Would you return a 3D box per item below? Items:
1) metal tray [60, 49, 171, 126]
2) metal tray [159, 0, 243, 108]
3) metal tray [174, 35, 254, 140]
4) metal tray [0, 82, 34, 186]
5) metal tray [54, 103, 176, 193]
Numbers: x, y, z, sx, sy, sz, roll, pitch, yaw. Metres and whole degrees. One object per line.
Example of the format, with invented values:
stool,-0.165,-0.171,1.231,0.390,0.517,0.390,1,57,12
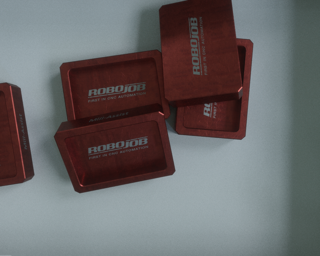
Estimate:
metal tray,-0.057,-0.047,0.408,0.131,0.030,0.089,-8,90,-1
metal tray,0.049,-0.095,0.384,0.090,0.030,0.129,-7,76,14
metal tray,0.069,-0.053,0.409,0.091,0.030,0.129,5,90,-1
metal tray,-0.224,0.012,0.405,0.091,0.030,0.129,-9,90,-1
metal tray,-0.053,0.026,0.389,0.131,0.030,0.089,-11,115,1
